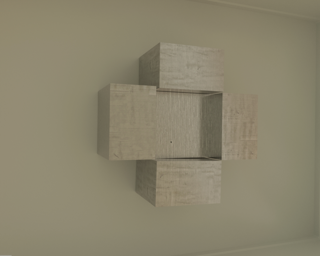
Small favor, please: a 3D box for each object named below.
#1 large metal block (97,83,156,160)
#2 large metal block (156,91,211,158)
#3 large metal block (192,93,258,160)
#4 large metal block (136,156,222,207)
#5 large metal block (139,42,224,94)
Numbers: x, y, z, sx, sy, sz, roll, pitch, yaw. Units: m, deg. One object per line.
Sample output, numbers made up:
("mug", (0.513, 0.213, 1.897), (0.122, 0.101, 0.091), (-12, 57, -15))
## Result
("large metal block", (-0.042, -0.006, 0.365), (0.050, 0.080, 0.080), (1, 90, -20))
("large metal block", (0.017, -0.004, 0.401), (0.081, 0.050, 0.080), (1, 90, -20))
("large metal block", (0.083, -0.002, 0.411), (0.050, 0.080, 0.080), (1, 90, -20))
("large metal block", (0.020, 0.062, 0.387), (0.081, 0.080, 0.050), (2, 90, -20))
("large metal block", (0.024, -0.068, 0.388), (0.081, 0.080, 0.050), (1, 90, -20))
